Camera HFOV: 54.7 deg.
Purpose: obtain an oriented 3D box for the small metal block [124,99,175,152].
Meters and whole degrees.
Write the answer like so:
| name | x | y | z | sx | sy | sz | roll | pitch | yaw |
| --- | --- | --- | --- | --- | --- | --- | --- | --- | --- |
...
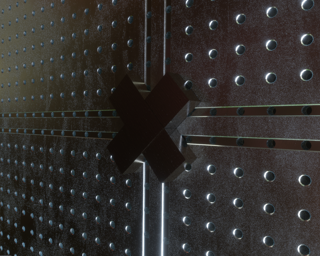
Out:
| name | x | y | z | sx | sy | sz | roll | pitch | yaw |
| --- | --- | --- | --- | --- | --- | --- | --- | --- | --- |
| small metal block | -0.015 | -0.003 | 0.418 | 0.050 | 0.025 | 0.050 | -48 | 62 | 29 |

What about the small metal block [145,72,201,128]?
| name | x | y | z | sx | sy | sz | roll | pitch | yaw |
| --- | --- | --- | --- | --- | --- | --- | --- | --- | --- |
| small metal block | 0.015 | -0.035 | 0.394 | 0.050 | 0.025 | 0.050 | -48 | 62 | 29 |

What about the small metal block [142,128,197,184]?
| name | x | y | z | sx | sy | sz | roll | pitch | yaw |
| --- | --- | --- | --- | --- | --- | --- | --- | --- | --- |
| small metal block | 0.011 | 0.035 | 0.398 | 0.050 | 0.025 | 0.050 | -48 | 62 | 29 |

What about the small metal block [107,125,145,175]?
| name | x | y | z | sx | sy | sz | roll | pitch | yaw |
| --- | --- | --- | --- | --- | --- | --- | --- | --- | --- |
| small metal block | -0.043 | 0.030 | 0.443 | 0.050 | 0.025 | 0.050 | -48 | 62 | 29 |

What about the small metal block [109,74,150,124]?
| name | x | y | z | sx | sy | sz | roll | pitch | yaw |
| --- | --- | --- | --- | --- | --- | --- | --- | --- | --- |
| small metal block | -0.040 | -0.040 | 0.440 | 0.050 | 0.025 | 0.050 | -48 | 62 | 29 |
